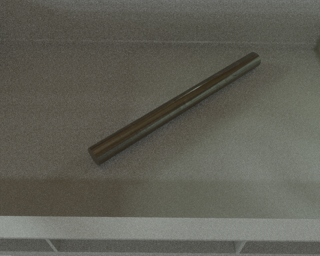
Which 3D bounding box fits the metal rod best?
[{"bbox_3d":[0.036,-0.038,0.437,0.302,0.025,0.025,-32,57,-25],"label":"metal rod"}]
